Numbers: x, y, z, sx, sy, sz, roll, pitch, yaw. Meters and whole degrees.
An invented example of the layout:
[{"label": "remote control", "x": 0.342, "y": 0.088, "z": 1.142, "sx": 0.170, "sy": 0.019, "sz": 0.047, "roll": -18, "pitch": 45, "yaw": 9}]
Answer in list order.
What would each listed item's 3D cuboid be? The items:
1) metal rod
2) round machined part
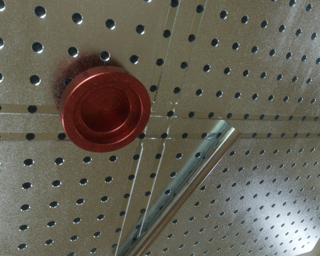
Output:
[{"label": "metal rod", "x": 0.027, "y": 0.120, "z": 0.500, "sx": 0.025, "sy": 0.025, "sz": 0.299, "roll": 30, "pitch": 102, "yaw": -38}, {"label": "round machined part", "x": -0.064, "y": -0.024, "z": 0.351, "sx": 0.099, "sy": 0.042, "sz": 0.097, "roll": -14, "pitch": 124, "yaw": -21}]
